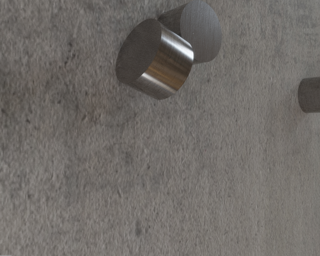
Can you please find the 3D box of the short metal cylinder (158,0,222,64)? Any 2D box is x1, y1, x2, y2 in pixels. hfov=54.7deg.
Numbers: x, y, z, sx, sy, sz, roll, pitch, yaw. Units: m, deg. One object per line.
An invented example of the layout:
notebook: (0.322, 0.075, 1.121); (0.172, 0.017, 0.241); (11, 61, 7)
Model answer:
short metal cylinder: (0.039, -0.126, 0.423); (0.081, 0.050, 0.079); (0, 90, -40)

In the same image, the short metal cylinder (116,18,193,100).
short metal cylinder: (-0.008, -0.079, 0.364); (0.050, 0.080, 0.080); (23, 75, -38)

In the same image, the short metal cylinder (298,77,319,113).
short metal cylinder: (0.350, -0.074, 0.686); (0.081, 0.050, 0.079); (0, 90, -40)
